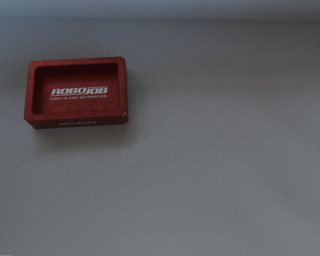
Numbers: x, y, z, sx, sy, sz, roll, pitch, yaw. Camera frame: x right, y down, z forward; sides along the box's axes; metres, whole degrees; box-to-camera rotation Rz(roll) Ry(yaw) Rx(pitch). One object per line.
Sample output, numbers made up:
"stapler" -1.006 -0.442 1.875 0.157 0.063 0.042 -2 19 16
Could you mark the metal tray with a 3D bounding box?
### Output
"metal tray" -0.111 -0.049 0.423 0.131 0.030 0.090 -3 70 -2
